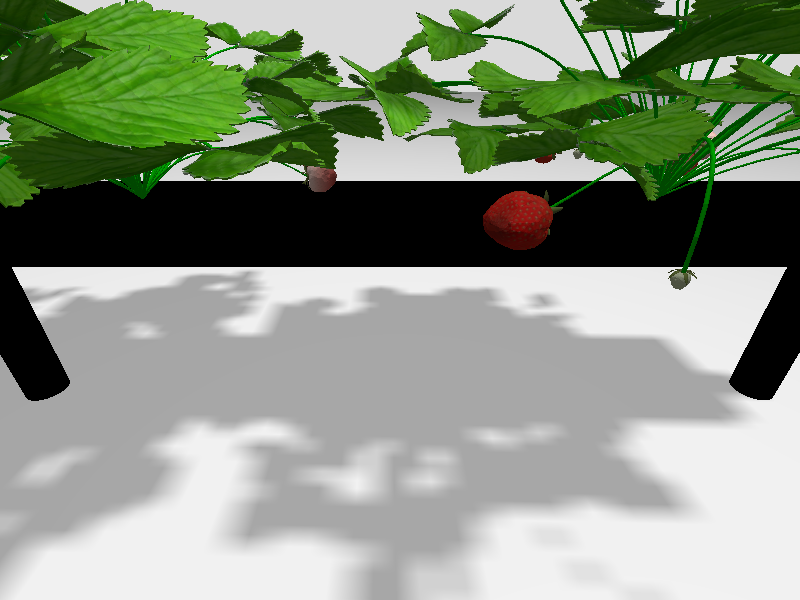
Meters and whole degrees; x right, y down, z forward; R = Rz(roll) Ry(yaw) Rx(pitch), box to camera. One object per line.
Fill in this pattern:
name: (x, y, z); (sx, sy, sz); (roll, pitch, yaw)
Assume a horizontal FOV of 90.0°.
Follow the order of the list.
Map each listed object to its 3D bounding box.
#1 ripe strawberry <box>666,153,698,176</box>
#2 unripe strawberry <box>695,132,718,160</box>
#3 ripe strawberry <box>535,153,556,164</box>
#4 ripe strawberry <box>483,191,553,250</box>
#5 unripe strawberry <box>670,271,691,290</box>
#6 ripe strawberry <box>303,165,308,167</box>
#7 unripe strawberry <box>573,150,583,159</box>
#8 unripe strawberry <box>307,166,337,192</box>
ripe strawberry: (0.292, -0.144, 0.418); (0.033, 0.030, 0.030); (21, 35, 33)
unripe strawberry: (0.369, -0.192, 0.496); (0.041, 0.036, 0.041); (22, 27, 34)
ripe strawberry: (0.174, -0.185, 0.486); (0.031, 0.035, 0.033); (-8, 29, -15)
ripe strawberry: (0.067, -0.045, 0.234); (0.035, 0.035, 0.039); (-21, 35, -32)
unripe strawberry: (0.137, -0.010, 0.196); (0.009, 0.010, 0.010); (14, 32, 23)
ripe strawberry: (-0.102, -0.178, 0.466); (0.038, 0.043, 0.041); (22, 35, 34)
unripe strawberry: (0.231, -0.189, 0.520); (0.011, 0.012, 0.012); (1, 29, 2)
unripe strawberry: (-0.070, -0.110, 0.360); (0.026, 0.027, 0.024); (-1, 29, -7)
